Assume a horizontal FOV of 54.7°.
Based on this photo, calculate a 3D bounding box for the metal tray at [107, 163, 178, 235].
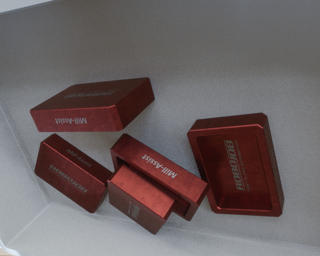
[{"bbox_3d":[-0.030,0.107,0.447,0.090,0.030,0.129,33,154,9],"label":"metal tray"}]

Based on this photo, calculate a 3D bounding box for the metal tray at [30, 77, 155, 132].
[{"bbox_3d":[-0.084,-0.029,0.390,0.130,0.090,0.030,-1,118,28],"label":"metal tray"}]

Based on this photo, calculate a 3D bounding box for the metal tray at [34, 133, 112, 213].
[{"bbox_3d":[-0.148,0.079,0.530,0.130,0.030,0.089,33,129,5],"label":"metal tray"}]

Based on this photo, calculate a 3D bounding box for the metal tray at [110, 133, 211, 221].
[{"bbox_3d":[-0.003,0.069,0.418,0.130,0.030,0.090,31,154,13],"label":"metal tray"}]

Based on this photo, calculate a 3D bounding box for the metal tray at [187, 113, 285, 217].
[{"bbox_3d":[0.096,0.049,0.384,0.090,0.030,0.129,-6,116,30],"label":"metal tray"}]
